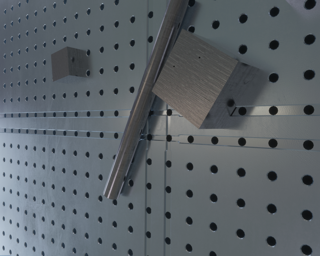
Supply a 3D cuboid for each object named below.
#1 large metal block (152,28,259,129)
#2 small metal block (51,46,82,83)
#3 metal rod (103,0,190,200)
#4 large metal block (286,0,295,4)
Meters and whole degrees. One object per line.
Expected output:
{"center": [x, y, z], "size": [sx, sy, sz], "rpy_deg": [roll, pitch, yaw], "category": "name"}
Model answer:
{"center": [0.049, -0.054, 0.353], "size": [0.080, 0.050, 0.080], "rpy_deg": [42, 115, 32], "category": "large metal block"}
{"center": [-0.166, -0.110, 0.546], "size": [0.050, 0.025, 0.050], "rpy_deg": [-10, 84, 39], "category": "small metal block"}
{"center": [-0.024, -0.033, 0.428], "size": [0.025, 0.025, 0.298], "rpy_deg": [32, 110, 35], "category": "metal rod"}
{"center": [0.138, -0.175, 0.279], "size": [0.080, 0.050, 0.080], "rpy_deg": [-19, 78, 38], "category": "large metal block"}
